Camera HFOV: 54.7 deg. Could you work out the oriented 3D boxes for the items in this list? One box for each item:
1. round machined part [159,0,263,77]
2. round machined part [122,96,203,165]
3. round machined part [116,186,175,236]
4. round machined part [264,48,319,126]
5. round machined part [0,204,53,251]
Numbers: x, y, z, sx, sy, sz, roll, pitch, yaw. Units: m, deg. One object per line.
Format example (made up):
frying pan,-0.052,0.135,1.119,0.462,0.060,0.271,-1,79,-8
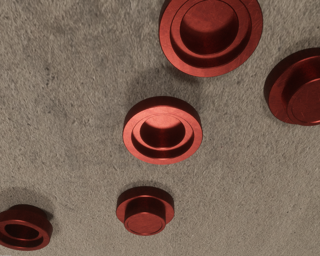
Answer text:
round machined part,0.048,-0.103,0.309,0.099,0.042,0.097,-1,130,0
round machined part,0.003,-0.001,0.395,0.099,0.042,0.097,-1,130,0
round machined part,-0.025,0.145,0.519,0.099,0.042,0.097,-1,130,0
round machined part,0.178,-0.041,0.364,0.099,0.042,0.097,-1,130,0
round machined part,-0.236,0.169,0.537,0.099,0.042,0.097,-1,130,0
